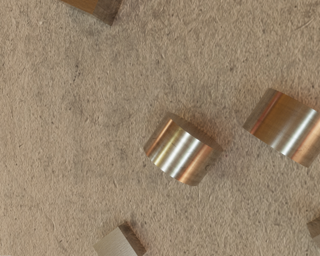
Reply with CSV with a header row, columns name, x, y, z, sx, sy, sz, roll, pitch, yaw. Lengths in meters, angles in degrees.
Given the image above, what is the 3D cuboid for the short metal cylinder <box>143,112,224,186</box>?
name,x,y,z,sx,sy,sz,roll,pitch,yaw
short metal cylinder,0.028,0.024,0.369,0.080,0.080,0.050,37,102,16

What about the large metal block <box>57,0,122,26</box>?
name,x,y,z,sx,sy,sz,roll,pitch,yaw
large metal block,-0.095,-0.200,0.428,0.080,0.050,0.080,29,99,17

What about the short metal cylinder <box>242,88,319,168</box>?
name,x,y,z,sx,sy,sz,roll,pitch,yaw
short metal cylinder,0.137,-0.001,0.332,0.080,0.080,0.050,34,101,16

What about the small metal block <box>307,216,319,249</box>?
name,x,y,z,sx,sy,sz,roll,pitch,yaw
small metal block,0.187,0.125,0.330,0.025,0.050,0.050,-38,78,16

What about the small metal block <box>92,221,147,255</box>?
name,x,y,z,sx,sy,sz,roll,pitch,yaw
small metal block,-0.056,0.167,0.428,0.050,0.025,0.050,-40,78,15
